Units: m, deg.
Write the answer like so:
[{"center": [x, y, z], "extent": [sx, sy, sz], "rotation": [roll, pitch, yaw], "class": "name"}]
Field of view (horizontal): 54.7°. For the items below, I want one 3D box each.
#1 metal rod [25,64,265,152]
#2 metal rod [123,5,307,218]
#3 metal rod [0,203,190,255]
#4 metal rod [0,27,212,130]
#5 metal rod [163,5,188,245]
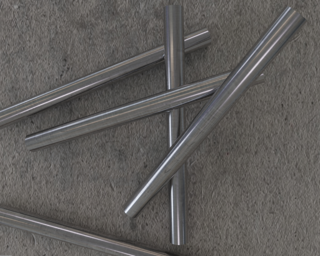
[{"center": [-0.029, -0.021, 0.376], "extent": [0.301, 0.025, 0.025], "rotation": [-16, 90, 13], "class": "metal rod"}, {"center": [0.045, 0.001, 0.350], "extent": [0.025, 0.025, 0.298], "rotation": [37, 114, 0], "class": "metal rod"}, {"center": [-0.077, 0.151, 0.409], "extent": [0.302, 0.025, 0.025], "rotation": [16, 90, 0], "class": "metal rod"}, {"center": [-0.077, -0.065, 0.409], "extent": [0.301, 0.025, 0.025], "rotation": [-22, 90, 0], "class": "metal rod"}, {"center": [0.021, 0.001, 0.395], "extent": [0.025, 0.025, 0.298], "rotation": [-2, 96, 0], "class": "metal rod"}]
